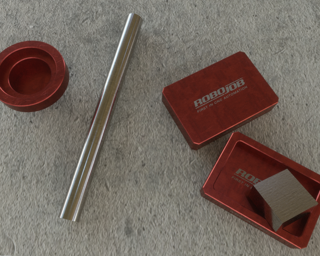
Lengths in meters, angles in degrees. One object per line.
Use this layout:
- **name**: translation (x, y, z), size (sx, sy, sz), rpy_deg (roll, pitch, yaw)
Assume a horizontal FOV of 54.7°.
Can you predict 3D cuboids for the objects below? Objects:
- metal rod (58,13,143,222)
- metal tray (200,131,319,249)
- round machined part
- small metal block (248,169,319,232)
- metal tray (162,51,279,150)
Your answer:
- **metal rod**: translation (-0.073, -0.028, 0.417), size (0.025, 0.025, 0.299), rpy_deg (13, 70, 4)
- **metal tray**: translation (0.127, 0.074, 0.379), size (0.130, 0.030, 0.090), rpy_deg (29, 72, 10)
- **round machined part**: translation (-0.173, -0.066, 0.421), size (0.099, 0.042, 0.098), rpy_deg (0, 70, -1)
- **small metal block**: translation (0.140, 0.082, 0.355), size (0.050, 0.025, 0.050), rpy_deg (-21, 53, -18)
- **metal tray**: translation (0.080, -0.039, 0.421), size (0.131, 0.030, 0.090), rpy_deg (-27, 73, -10)
